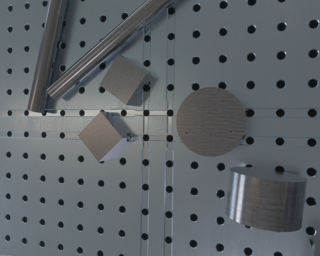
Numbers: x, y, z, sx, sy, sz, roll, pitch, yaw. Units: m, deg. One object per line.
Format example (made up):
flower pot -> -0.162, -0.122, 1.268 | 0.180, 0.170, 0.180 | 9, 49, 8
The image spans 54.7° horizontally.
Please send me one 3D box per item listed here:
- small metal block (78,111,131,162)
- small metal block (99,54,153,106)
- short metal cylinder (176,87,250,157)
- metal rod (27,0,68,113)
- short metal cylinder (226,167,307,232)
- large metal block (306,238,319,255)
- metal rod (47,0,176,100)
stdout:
small metal block -> -0.079, 0.012, 0.441 | 0.050, 0.025, 0.050 | -44, 77, 14
small metal block -> -0.047, -0.066, 0.429 | 0.050, 0.025, 0.050 | 37, 102, 16
short metal cylinder -> 0.066, -0.007, 0.376 | 0.080, 0.050, 0.080 | 0, 90, 20
metal rod -> -0.158, -0.170, 0.468 | 0.025, 0.025, 0.298 | 15, 95, 19
short metal cylinder -> 0.116, 0.075, 0.342 | 0.080, 0.080, 0.050 | 6, 92, 20
large metal block -> 0.196, 0.158, 0.314 | 0.080, 0.080, 0.050 | 6, 92, 20
metal rod -> -0.045, -0.136, 0.428 | 0.300, 0.025, 0.025 | -36, 79, 16
